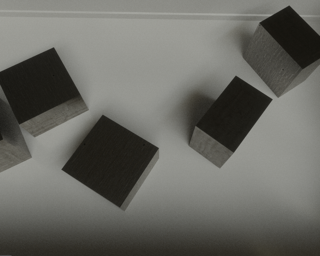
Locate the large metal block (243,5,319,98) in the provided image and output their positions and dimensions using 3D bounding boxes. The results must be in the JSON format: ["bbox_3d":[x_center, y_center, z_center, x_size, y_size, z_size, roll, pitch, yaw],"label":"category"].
[{"bbox_3d":[0.167,-0.100,0.419,0.050,0.080,0.080,-32,74,-11],"label":"large metal block"}]

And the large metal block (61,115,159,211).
[{"bbox_3d":[-0.057,0.044,0.380,0.080,0.050,0.080,30,73,10],"label":"large metal block"}]

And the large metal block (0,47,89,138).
[{"bbox_3d":[-0.154,-0.047,0.412,0.080,0.050,0.080,-29,73,-10],"label":"large metal block"}]

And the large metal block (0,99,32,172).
[{"bbox_3d":[-0.209,0.003,0.377,0.050,0.080,0.080,-27,73,-9],"label":"large metal block"}]

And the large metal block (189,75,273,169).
[{"bbox_3d":[0.084,-0.004,0.383,0.050,0.080,0.080,36,74,12],"label":"large metal block"}]
